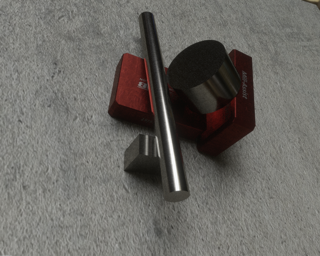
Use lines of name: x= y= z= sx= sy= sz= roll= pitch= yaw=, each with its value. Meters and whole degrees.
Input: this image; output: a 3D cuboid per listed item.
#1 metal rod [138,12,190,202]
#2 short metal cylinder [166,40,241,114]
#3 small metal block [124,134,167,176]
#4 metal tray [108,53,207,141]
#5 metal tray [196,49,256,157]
metal rod: x=-0.002 y=-0.052 z=0.387 sx=0.025 sy=0.025 sz=0.300 roll=10 pitch=48 yaw=-23
short metal cylinder: x=0.055 y=-0.065 z=0.394 sx=0.050 sy=0.080 sz=0.080 roll=46 pitch=41 yaw=-41
small metal block: x=-0.010 y=0.033 z=0.364 sx=0.050 sy=0.050 sz=0.025 roll=12 pitch=57 yaw=-22
metal tray: x=0.001 y=-0.042 z=0.429 sx=0.131 sy=0.030 sz=0.090 roll=17 pitch=55 yaw=-19
metal tray: x=0.091 y=-0.036 z=0.436 sx=0.030 sy=0.090 sz=0.130 roll=21 pitch=54 yaw=-16
